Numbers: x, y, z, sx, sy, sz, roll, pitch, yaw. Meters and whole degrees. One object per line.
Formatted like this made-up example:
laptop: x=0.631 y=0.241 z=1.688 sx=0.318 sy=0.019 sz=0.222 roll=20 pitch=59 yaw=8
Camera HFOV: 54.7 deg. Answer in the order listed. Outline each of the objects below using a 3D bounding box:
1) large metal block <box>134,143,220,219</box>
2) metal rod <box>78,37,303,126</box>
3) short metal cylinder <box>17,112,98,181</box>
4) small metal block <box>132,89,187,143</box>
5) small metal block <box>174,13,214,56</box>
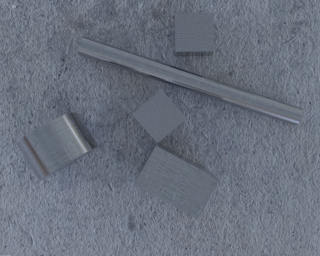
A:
large metal block: x=0.018 y=0.060 z=0.383 sx=0.080 sy=0.080 sz=0.050 roll=29 pitch=90 yaw=-1
metal rod: x=0.040 y=-0.062 z=0.410 sx=0.302 sy=0.025 sz=0.025 roll=18 pitch=90 yaw=-1
short metal cylinder: x=-0.124 y=0.022 z=0.381 sx=0.080 sy=0.080 sz=0.050 roll=-31 pitch=91 yaw=0
small metal block: x=-0.001 y=-0.015 z=0.410 sx=0.050 sy=0.025 sz=0.050 roll=-41 pitch=90 yaw=-1
small metal block: x=0.044 y=-0.123 z=0.411 sx=0.050 sy=0.025 sz=0.050 roll=-1 pitch=90 yaw=-1
